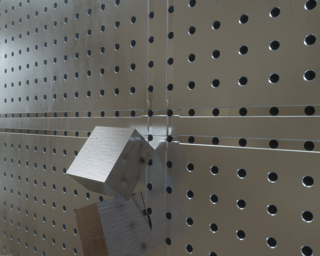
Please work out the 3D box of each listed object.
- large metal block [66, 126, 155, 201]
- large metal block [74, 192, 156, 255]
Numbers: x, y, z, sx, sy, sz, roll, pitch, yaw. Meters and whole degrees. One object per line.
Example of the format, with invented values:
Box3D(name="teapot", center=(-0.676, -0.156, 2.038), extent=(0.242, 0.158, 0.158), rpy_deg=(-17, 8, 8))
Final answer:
Box3D(name="large metal block", center=(-0.067, 0.046, 0.425), extent=(0.080, 0.050, 0.080), rpy_deg=(3, 55, 40))
Box3D(name="large metal block", center=(-0.061, 0.139, 0.424), extent=(0.050, 0.081, 0.080), rpy_deg=(-27, 74, 37))
